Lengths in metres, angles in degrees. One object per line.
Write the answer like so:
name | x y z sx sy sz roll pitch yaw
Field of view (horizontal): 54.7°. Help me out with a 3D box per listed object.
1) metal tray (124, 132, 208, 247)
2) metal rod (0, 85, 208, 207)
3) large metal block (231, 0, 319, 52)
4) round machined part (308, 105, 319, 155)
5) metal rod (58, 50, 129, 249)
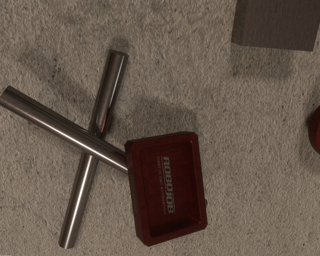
metal tray | 0.009 0.074 0.399 0.091 0.030 0.129 -9 95 -23
metal rod | -0.057 0.039 0.400 0.301 0.025 0.025 33 107 -21
large metal block | 0.131 -0.133 0.349 0.081 0.050 0.079 4 110 -2
round machined part | 0.242 -0.003 0.403 0.099 0.042 0.097 0 110 -1
metal rod | -0.096 0.042 0.423 0.025 0.025 0.298 17 109 -7
